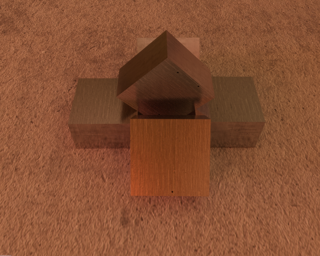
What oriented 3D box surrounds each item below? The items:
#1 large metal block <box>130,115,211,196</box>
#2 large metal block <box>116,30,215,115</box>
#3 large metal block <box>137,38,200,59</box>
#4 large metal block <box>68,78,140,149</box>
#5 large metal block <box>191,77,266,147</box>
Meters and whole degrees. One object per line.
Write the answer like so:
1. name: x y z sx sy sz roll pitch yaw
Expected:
1. large metal block: 0.011 0.027 0.338 0.081 0.079 0.050 0 7 1
2. large metal block: 0.006 -0.054 0.372 0.080 0.080 0.050 -32 41 32
3. large metal block: 0.011 -0.095 0.441 0.081 0.080 0.050 0 94 0
4. large metal block: -0.067 -0.020 0.404 0.081 0.050 0.080 0 50 -1
5. large metal block: 0.082 -0.022 0.404 0.081 0.050 0.080 0 50 0
